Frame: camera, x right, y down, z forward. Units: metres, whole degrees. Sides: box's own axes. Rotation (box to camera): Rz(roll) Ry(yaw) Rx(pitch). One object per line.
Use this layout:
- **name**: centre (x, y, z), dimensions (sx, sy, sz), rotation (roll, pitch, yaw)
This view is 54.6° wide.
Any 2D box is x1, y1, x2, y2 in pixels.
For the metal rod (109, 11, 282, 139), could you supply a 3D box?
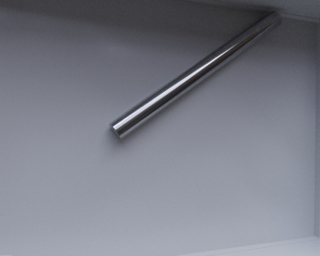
- **metal rod**: centre (0.059, -0.081, 0.431), dimensions (0.301, 0.025, 0.025), rotation (-36, 102, -16)
